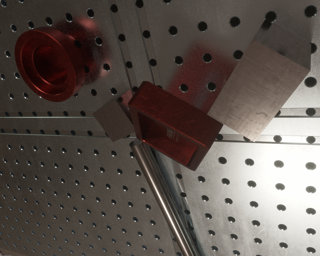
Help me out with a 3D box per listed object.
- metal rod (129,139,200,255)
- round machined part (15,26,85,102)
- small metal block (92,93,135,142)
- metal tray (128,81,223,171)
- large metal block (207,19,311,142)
[{"bbox_3d":[0.025,0.148,0.488,0.025,0.025,0.299,-11,113,32],"label":"metal rod"},{"bbox_3d":[-0.142,-0.088,0.419,0.098,0.042,0.097,13,124,20],"label":"round machined part"},{"bbox_3d":[-0.057,-0.014,0.431,0.050,0.025,0.050,-24,106,36],"label":"small metal block"},{"bbox_3d":[0.014,0.005,0.355,0.090,0.030,0.130,30,165,9],"label":"metal tray"},{"bbox_3d":[0.095,-0.047,0.295,0.050,0.080,0.079,31,127,6],"label":"large metal block"}]
